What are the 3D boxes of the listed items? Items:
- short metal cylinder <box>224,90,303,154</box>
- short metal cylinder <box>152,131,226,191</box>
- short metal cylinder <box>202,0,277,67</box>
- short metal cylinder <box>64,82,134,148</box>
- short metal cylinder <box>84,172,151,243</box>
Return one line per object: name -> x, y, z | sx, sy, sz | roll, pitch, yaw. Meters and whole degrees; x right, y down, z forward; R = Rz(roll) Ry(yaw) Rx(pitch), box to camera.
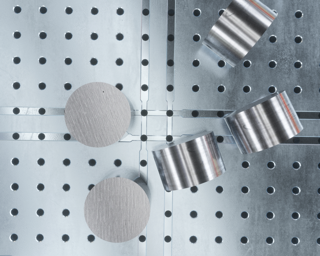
short metal cylinder -> 0.128, -0.007, 0.387 | 0.080, 0.080, 0.050 | -26, 90, 0
short metal cylinder -> 0.035, 0.040, 0.386 | 0.080, 0.080, 0.050 | -18, 90, 0
short metal cylinder -> 0.098, -0.123, 0.386 | 0.050, 0.080, 0.080 | 38, 90, 0
short metal cylinder -> -0.075, -0.016, 0.400 | 0.081, 0.050, 0.079 | 0, 90, 0
short metal cylinder -> -0.052, 0.099, 0.400 | 0.081, 0.050, 0.080 | 0, 90, 0
